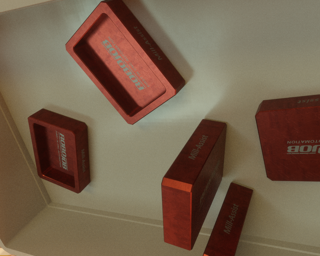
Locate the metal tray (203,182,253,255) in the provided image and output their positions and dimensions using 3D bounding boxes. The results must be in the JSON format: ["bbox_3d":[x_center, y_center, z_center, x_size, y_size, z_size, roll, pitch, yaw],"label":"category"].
[{"bbox_3d":[0.079,0.142,0.386,0.030,0.131,0.089,18,125,18],"label":"metal tray"}]

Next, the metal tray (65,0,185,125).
[{"bbox_3d":[-0.044,-0.077,0.379,0.090,0.030,0.130,-33,101,38],"label":"metal tray"}]

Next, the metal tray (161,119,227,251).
[{"bbox_3d":[0.043,0.058,0.353,0.030,0.131,0.089,11,123,22],"label":"metal tray"}]

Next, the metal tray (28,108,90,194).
[{"bbox_3d":[-0.165,0.040,0.514,0.090,0.030,0.129,18,125,17],"label":"metal tray"}]

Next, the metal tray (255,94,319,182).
[{"bbox_3d":[0.174,0.011,0.321,0.130,0.030,0.090,-4,117,30],"label":"metal tray"}]
